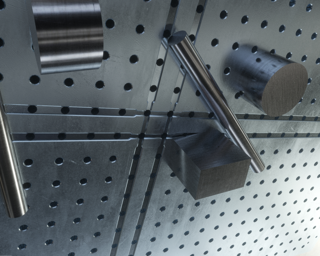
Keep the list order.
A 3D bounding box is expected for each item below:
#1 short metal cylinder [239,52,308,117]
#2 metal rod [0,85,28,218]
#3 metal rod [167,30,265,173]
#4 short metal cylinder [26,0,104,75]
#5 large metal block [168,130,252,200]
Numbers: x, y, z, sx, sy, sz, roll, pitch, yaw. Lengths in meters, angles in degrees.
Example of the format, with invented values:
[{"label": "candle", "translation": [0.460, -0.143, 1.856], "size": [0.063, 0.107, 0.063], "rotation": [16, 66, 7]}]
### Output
[{"label": "short metal cylinder", "translation": [0.162, -0.063, 0.444], "size": [0.081, 0.050, 0.079], "rotation": [-14, 124, -21]}, {"label": "metal rod", "translation": [-0.167, -0.028, 0.302], "size": [0.025, 0.025, 0.298], "rotation": [-11, 123, -23]}, {"label": "metal rod", "translation": [0.096, -0.017, 0.452], "size": [0.025, 0.025, 0.300], "rotation": [-42, 130, 0]}, {"label": "short metal cylinder", "translation": [-0.086, -0.090, 0.273], "size": [0.050, 0.080, 0.079], "rotation": [-11, 123, -23]}, {"label": "large metal block", "translation": [0.068, 0.049, 0.443], "size": [0.081, 0.080, 0.050], "rotation": [-9, 122, -24]}]
